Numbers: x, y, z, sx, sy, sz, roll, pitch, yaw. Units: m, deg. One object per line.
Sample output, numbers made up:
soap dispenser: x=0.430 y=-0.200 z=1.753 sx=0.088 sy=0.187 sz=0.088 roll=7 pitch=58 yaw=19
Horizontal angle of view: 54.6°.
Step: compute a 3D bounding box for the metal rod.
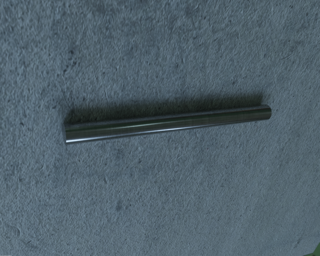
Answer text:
metal rod: x=0.028 y=-0.009 z=0.415 sx=0.302 sy=0.025 sz=0.025 roll=-7 pitch=121 yaw=-25
